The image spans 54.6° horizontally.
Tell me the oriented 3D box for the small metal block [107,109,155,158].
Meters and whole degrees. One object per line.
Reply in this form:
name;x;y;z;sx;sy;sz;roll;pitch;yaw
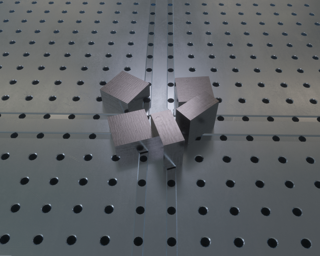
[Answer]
small metal block;-0.037;0.006;0.402;0.050;0.025;0.050;-13;51;-11

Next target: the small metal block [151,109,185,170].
small metal block;0.008;0.014;0.380;0.025;0.050;0.050;-14;52;-12

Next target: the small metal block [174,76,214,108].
small metal block;0.049;-0.048;0.448;0.050;0.025;0.050;-3;50;-3

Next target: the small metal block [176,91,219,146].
small metal block;0.047;-0.013;0.403;0.050;0.050;0.025;-33;58;-25

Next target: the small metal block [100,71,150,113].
small metal block;-0.050;-0.051;0.451;0.050;0.025;0.050;28;55;21
